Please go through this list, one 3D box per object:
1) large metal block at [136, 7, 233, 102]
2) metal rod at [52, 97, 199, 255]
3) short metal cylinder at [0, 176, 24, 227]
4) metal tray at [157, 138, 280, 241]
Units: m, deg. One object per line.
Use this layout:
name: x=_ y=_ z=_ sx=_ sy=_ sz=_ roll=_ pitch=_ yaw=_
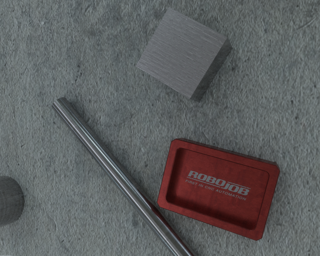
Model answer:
large metal block: x=0.031 y=-0.088 z=0.385 sx=0.080 sy=0.050 sz=0.080 roll=34 pitch=101 yaw=16
metal rod: x=-0.052 y=0.071 z=0.427 sx=0.025 sy=0.025 sz=0.300 roll=-46 pitch=76 yaw=14
short metal cylinder: x=-0.265 y=0.119 z=0.489 sx=0.080 sy=0.050 sz=0.079 roll=0 pitch=90 yaw=20
metal tray: x=0.070 y=0.071 z=0.381 sx=0.130 sy=0.030 sz=0.089 roll=15 pitch=95 yaw=19
